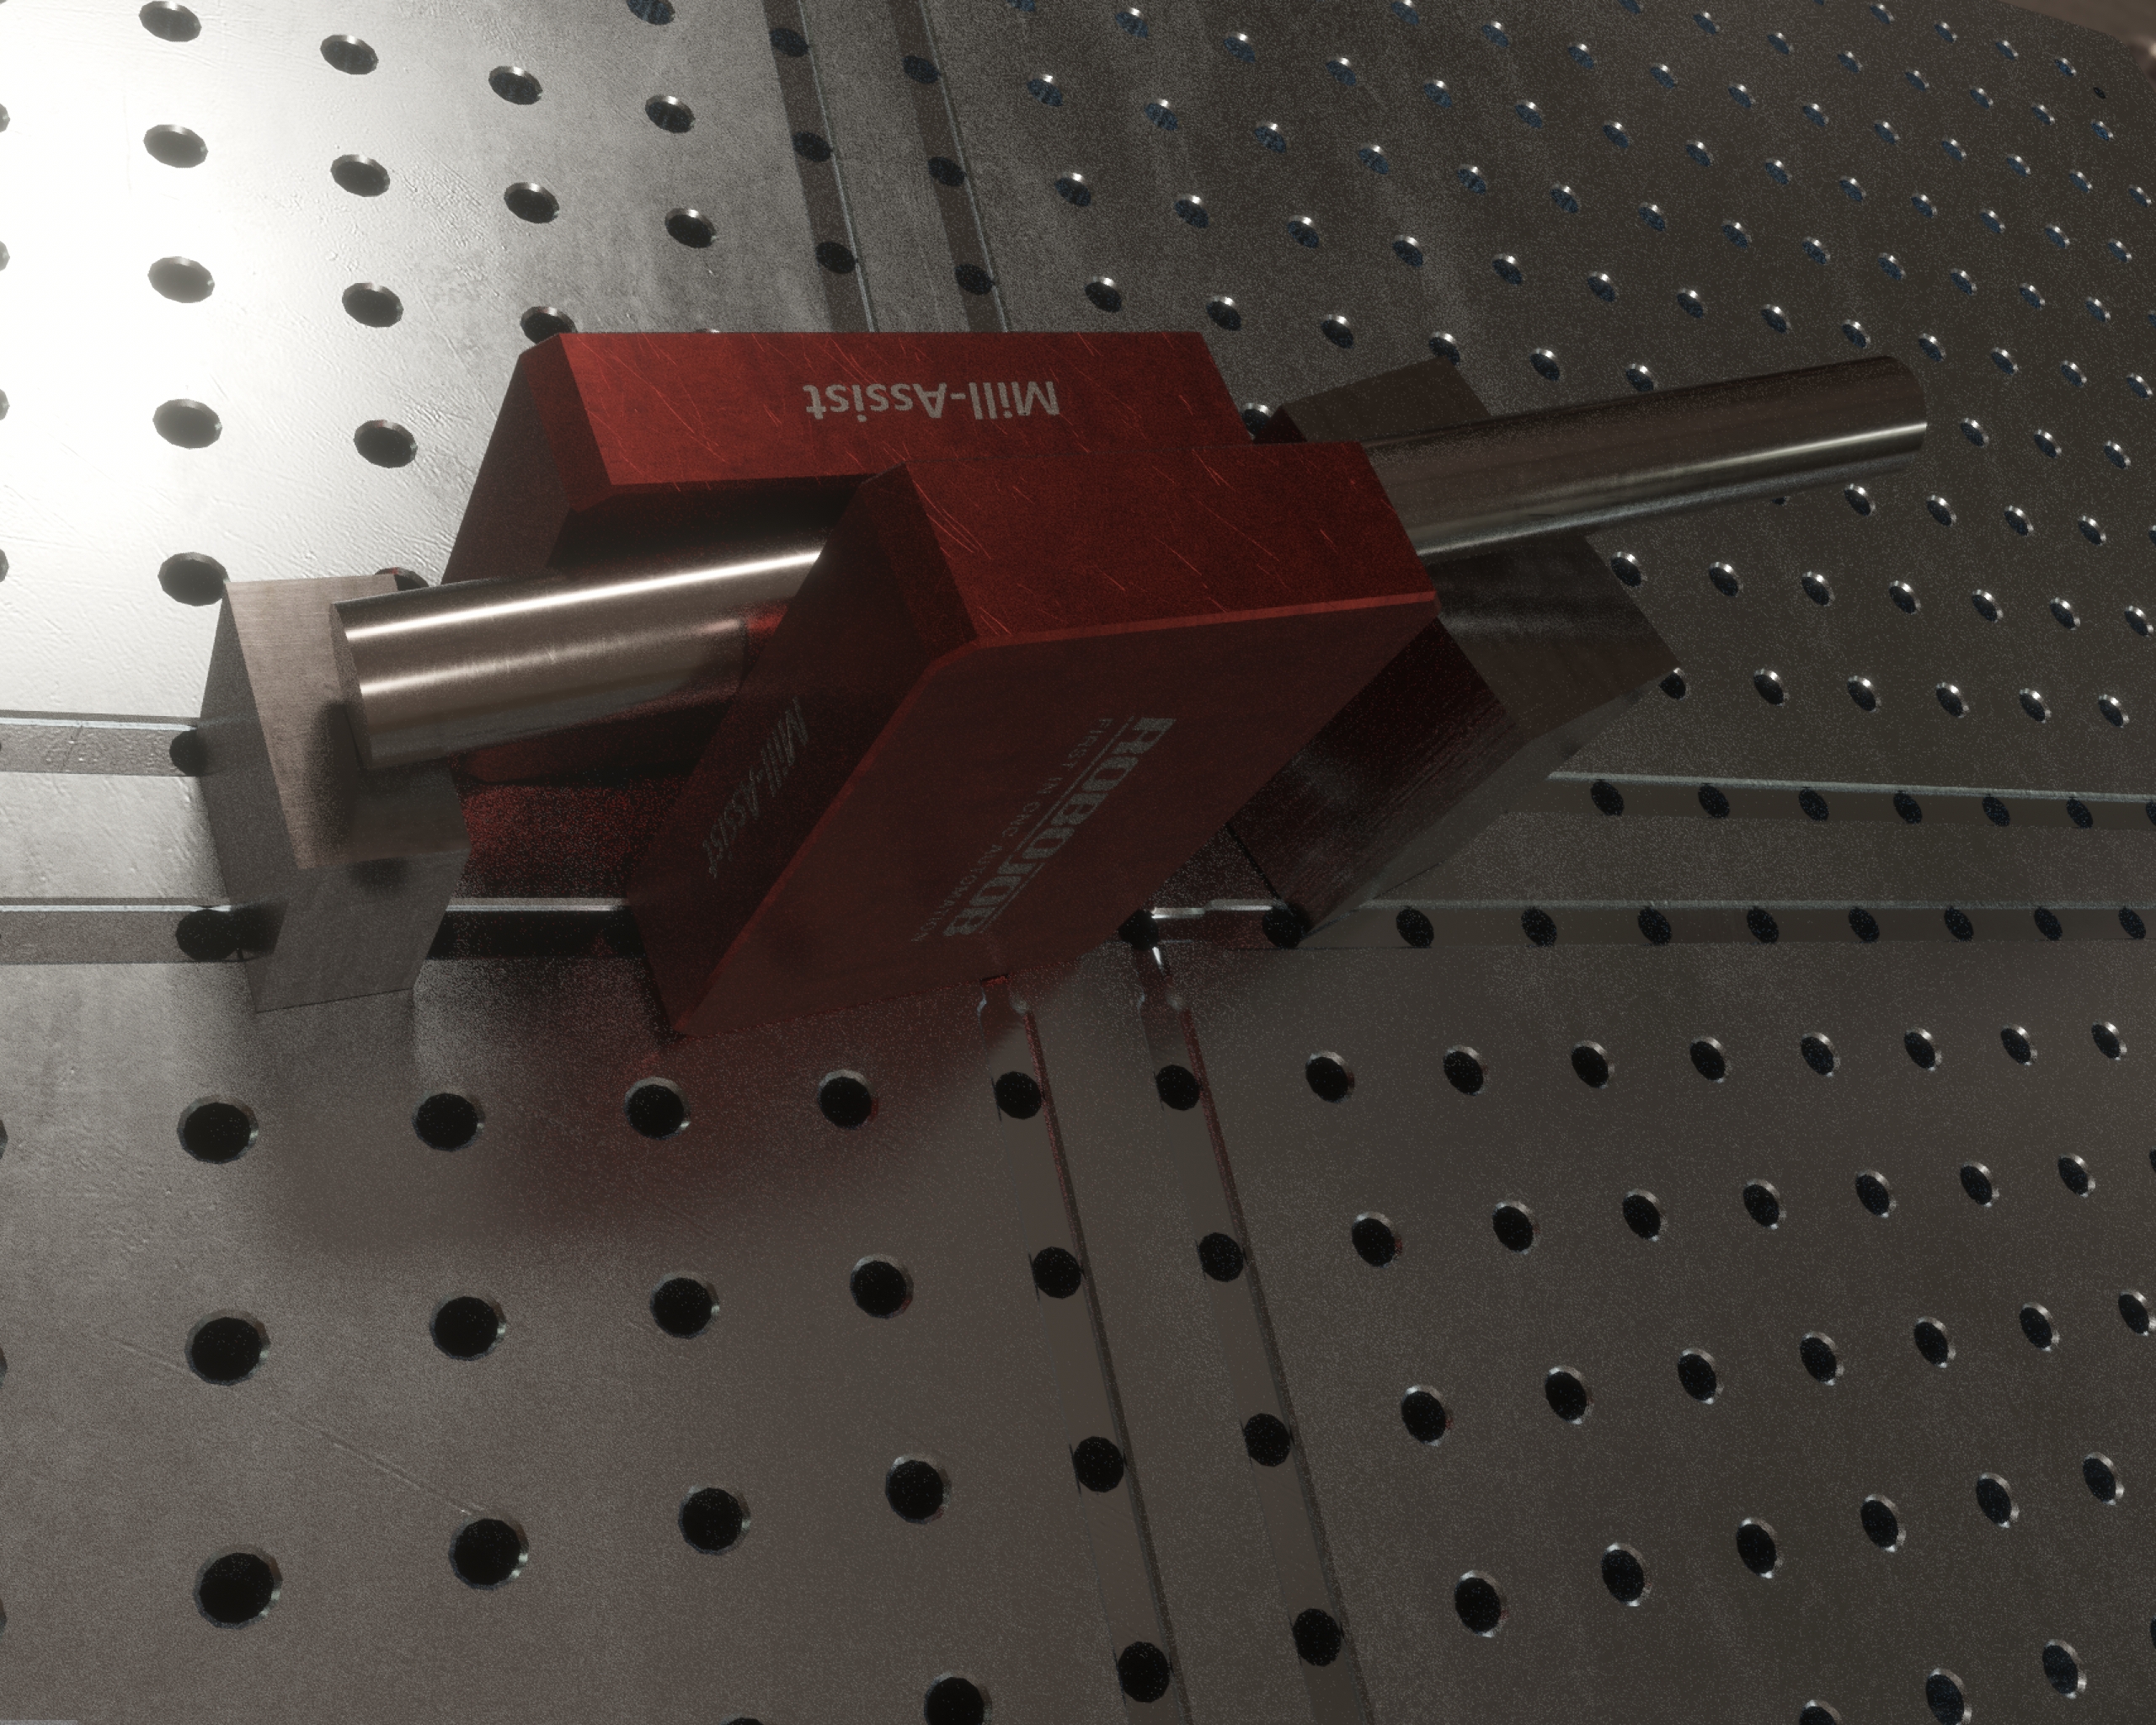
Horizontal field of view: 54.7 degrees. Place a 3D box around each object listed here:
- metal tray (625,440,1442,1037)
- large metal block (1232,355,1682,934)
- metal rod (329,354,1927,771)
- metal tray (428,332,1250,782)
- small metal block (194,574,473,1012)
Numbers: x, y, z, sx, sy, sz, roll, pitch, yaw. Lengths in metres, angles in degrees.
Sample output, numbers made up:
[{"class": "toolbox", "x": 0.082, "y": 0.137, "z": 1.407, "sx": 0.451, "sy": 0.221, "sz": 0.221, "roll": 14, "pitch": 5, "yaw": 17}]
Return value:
[{"class": "metal tray", "x": -0.012, "y": -0.017, "z": 0.346, "sx": 0.091, "sy": 0.129, "sz": 0.030, "roll": -10, "pitch": 68, "yaw": -33}, {"class": "large metal block", "x": 0.062, "y": -0.044, "z": 0.434, "sx": 0.050, "sy": 0.080, "sz": 0.080, "roll": -25, "pitch": 76, "yaw": -37}, {"class": "metal rod", "x": 0.029, "y": -0.058, "z": 0.364, "sx": 0.303, "sy": 0.025, "sz": 0.025, "roll": -14, "pitch": 69, "yaw": -24}, {"class": "metal tray", "x": -0.042, "y": -0.056, "z": 0.378, "sx": 0.131, "sy": 0.090, "sz": 0.030, "roll": -9, "pitch": 68, "yaw": -33}, {"class": "small metal block", "x": -0.121, "y": -0.011, "z": 0.334, "sx": 0.025, "sy": 0.050, "sz": 0.050, "roll": -9, "pitch": 66, "yaw": -32}]
